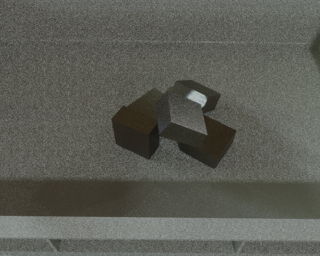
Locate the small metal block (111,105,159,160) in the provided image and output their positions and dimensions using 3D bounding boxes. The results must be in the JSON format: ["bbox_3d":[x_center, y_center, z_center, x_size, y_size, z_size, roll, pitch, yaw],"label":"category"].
[{"bbox_3d":[-0.029,0.006,0.380,0.050,0.050,0.025,23,54,18],"label":"small metal block"}]

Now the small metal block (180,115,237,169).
[{"bbox_3d":[0.060,0.016,0.390,0.050,0.025,0.050,28,55,21],"label":"small metal block"}]

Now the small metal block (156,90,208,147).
[{"bbox_3d":[0.025,-0.011,0.365,0.050,0.025,0.050,20,44,-27],"label":"small metal block"}]

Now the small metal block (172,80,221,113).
[{"bbox_3d":[0.049,-0.044,0.426,0.050,0.025,0.050,30,23,22],"label":"small metal block"}]

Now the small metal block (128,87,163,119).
[{"bbox_3d":[-0.007,-0.022,0.420,0.050,0.025,0.050,36,58,26],"label":"small metal block"}]
